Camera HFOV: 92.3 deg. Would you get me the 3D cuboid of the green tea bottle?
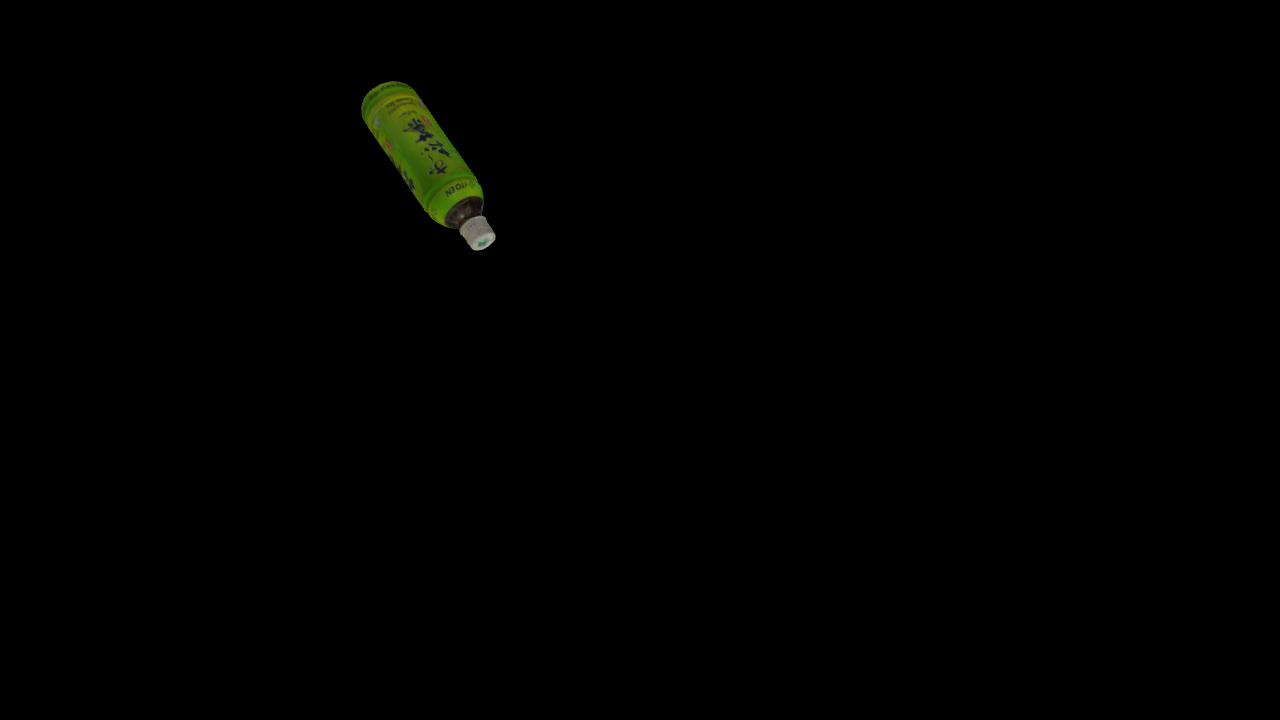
[{"bbox_3d":[-0.232,-0.215,0.696,0.073,0.212,0.073,-37,-9,-6],"label":"green tea bottle"}]
